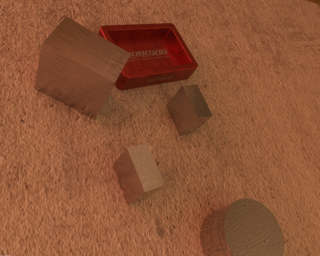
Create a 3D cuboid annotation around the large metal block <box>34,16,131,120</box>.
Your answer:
[{"bbox_3d":[-0.091,-0.065,0.359,0.080,0.080,0.050,29,52,-10],"label":"large metal block"}]

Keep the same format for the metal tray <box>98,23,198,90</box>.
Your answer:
[{"bbox_3d":[-0.018,-0.109,0.457,0.131,0.030,0.090,-15,70,-34],"label":"metal tray"}]

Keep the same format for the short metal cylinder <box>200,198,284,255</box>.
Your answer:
[{"bbox_3d":[0.094,0.128,0.360,0.081,0.050,0.080,14,56,-21],"label":"short metal cylinder"}]

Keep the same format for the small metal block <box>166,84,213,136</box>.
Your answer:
[{"bbox_3d":[0.038,-0.024,0.423,0.025,0.050,0.050,-10,67,-33],"label":"small metal block"}]

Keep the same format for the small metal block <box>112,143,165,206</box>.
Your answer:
[{"bbox_3d":[-0.025,0.052,0.343,0.025,0.050,0.050,-12,68,-33],"label":"small metal block"}]
